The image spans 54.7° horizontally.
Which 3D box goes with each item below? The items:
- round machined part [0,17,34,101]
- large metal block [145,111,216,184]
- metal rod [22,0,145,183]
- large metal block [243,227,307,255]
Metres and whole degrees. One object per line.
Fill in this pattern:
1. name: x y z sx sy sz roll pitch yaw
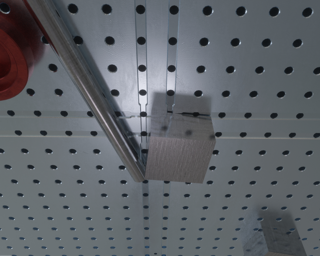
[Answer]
1. round machined part: -0.185 -0.080 0.330 0.099 0.042 0.097 0 130 0
2. large metal block: 0.024 0.027 0.419 0.081 0.050 0.079 5 130 -5
3. metal rod: -0.078 -0.034 0.381 0.025 0.025 0.299 -15 129 12
4. large metal block: 0.221 0.242 0.603 0.081 0.050 0.079 13 129 -11
